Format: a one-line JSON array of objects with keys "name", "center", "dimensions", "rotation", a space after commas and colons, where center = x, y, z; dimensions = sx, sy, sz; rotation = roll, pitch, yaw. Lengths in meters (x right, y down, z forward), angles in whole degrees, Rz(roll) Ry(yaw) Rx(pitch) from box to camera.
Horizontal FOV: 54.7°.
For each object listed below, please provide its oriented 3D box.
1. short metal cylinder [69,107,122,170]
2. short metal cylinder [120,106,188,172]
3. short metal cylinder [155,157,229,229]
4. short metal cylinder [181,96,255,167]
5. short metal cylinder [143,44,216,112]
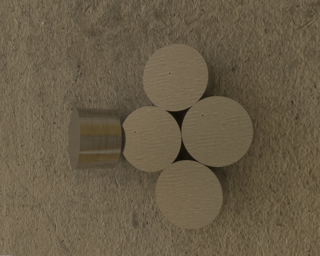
[{"name": "short metal cylinder", "center": [-0.087, 0.014, 0.406], "dimensions": [0.080, 0.050, 0.080], "rotation": [-6, 83, 64]}, {"name": "short metal cylinder", "center": [-0.004, 0.013, 0.398], "dimensions": [0.080, 0.050, 0.080], "rotation": [0, 90, 20]}, {"name": "short metal cylinder", "center": [0.041, 0.077, 0.382], "dimensions": [0.080, 0.050, 0.080], "rotation": [0, 90, 20]}, {"name": "short metal cylinder", "center": [0.071, 0.004, 0.372], "dimensions": [0.080, 0.050, 0.080], "rotation": [0, 90, 20]}, {"name": "short metal cylinder", "center": [0.026, -0.060, 0.388], "dimensions": [0.080, 0.050, 0.080], "rotation": [0, 90, 20]}]
